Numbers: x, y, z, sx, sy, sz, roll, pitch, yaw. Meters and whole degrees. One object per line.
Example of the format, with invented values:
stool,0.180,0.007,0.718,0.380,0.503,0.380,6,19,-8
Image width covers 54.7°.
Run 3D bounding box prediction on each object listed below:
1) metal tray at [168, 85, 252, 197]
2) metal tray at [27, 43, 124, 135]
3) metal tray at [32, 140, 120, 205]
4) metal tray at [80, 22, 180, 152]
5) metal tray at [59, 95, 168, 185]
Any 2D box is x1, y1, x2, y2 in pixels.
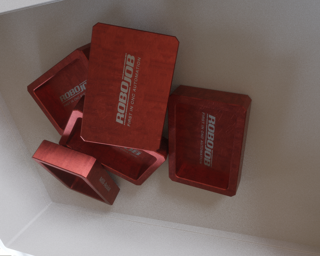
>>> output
metal tray,0.057,0.017,0.383,0.090,0.030,0.129,12,124,21
metal tray,-0.117,-0.048,0.433,0.130,0.030,0.090,-22,107,36
metal tray,-0.122,0.071,0.472,0.090,0.030,0.130,16,154,19
metal tray,-0.035,-0.044,0.349,0.091,0.030,0.129,9,105,-4
metal tray,-0.062,0.021,0.420,0.131,0.030,0.089,29,137,-10
